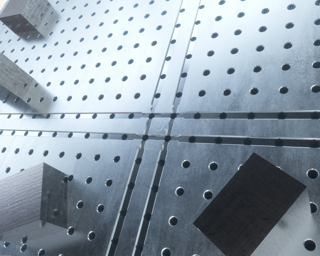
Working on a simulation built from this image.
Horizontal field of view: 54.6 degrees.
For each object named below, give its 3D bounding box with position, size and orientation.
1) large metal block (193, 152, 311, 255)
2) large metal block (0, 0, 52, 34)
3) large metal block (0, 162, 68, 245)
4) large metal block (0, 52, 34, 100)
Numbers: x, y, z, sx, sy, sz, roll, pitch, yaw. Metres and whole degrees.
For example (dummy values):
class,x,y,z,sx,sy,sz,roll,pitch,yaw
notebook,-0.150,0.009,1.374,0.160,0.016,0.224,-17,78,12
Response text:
class,x,y,z,sx,sy,sz,roll,pitch,yaw
large metal block,0.087,0.081,0.278,0.080,0.080,0.050,-48,51,-5
large metal block,-0.317,-0.274,0.730,0.080,0.050,0.080,3,63,30
large metal block,-0.175,0.104,0.422,0.080,0.050,0.080,-22,53,15
large metal block,-0.311,-0.098,0.599,0.080,0.080,0.050,5,64,30
